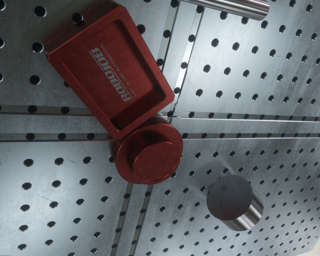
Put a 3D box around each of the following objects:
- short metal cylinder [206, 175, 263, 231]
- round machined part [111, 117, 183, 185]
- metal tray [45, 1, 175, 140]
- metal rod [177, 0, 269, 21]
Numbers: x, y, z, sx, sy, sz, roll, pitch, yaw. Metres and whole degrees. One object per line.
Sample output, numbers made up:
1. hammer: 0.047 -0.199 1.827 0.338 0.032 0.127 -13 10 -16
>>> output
1. short metal cylinder: 0.126 0.126 0.522 0.080 0.080 0.050 -43 129 1
2. round machined part: -0.012 0.037 0.417 0.099 0.042 0.097 -14 124 -21
3. metal tray: -0.050 -0.058 0.344 0.090 0.030 0.130 -37 129 -4
4. metal rod: -0.005 -0.150 0.315 0.303 0.025 0.025 1 118 -29
